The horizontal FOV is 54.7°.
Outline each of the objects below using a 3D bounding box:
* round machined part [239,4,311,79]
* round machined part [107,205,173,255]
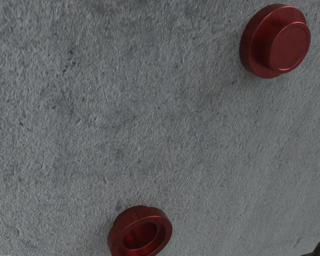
[{"bbox_3d":[0.159,-0.111,0.414,0.099,0.042,0.097,-14,124,-21],"label":"round machined part"},{"bbox_3d":[-0.034,0.158,0.475,0.099,0.042,0.097,-14,124,-21],"label":"round machined part"}]
